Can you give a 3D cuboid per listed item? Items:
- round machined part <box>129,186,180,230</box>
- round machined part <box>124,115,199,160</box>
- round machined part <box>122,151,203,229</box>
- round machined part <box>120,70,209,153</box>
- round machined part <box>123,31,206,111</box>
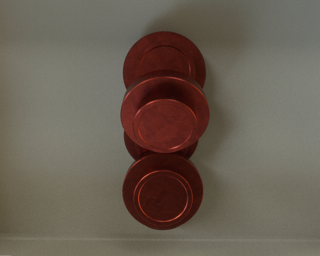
[{"bbox_3d":[0.004,0.102,0.424,0.099,0.042,0.097,0,125,0],"label":"round machined part"},{"bbox_3d":[0.002,0.012,0.405,0.099,0.042,0.097,0,109,0],"label":"round machined part"},{"bbox_3d":[0.004,0.078,0.375,0.099,0.042,0.097,0,99,-1],"label":"round machined part"},{"bbox_3d":[0.005,-0.011,0.342,0.099,0.042,0.097,0,123,0],"label":"round machined part"},{"bbox_3d":[0.005,-0.065,0.365,0.099,0.042,0.097,0,94,-1],"label":"round machined part"}]
